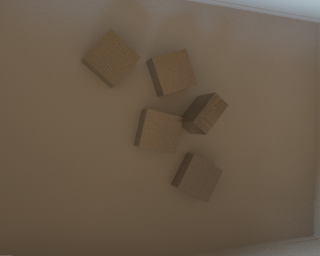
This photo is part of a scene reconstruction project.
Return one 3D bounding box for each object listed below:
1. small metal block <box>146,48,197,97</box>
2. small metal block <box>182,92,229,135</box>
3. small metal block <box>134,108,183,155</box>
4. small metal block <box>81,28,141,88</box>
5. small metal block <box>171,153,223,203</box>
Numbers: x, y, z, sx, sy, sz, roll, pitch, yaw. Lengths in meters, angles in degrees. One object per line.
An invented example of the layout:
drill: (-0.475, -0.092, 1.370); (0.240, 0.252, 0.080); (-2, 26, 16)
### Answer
small metal block: (0.016, -0.074, 0.416); (0.050, 0.025, 0.050); (-20, 97, -19)
small metal block: (0.057, -0.019, 0.418); (0.025, 0.050, 0.050); (42, 77, -15)
small metal block: (-0.002, 0.005, 0.410); (0.050, 0.025, 0.050); (14, 85, -20)
small metal block: (-0.061, -0.086, 0.388); (0.050, 0.025, 0.050); (42, 77, -15)
small metal block: (0.051, 0.069, 0.429); (0.050, 0.025, 0.050); (30, 80, -18)
